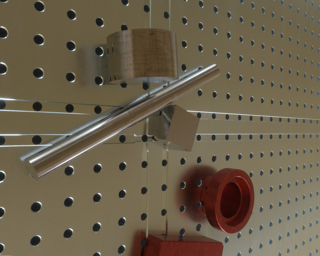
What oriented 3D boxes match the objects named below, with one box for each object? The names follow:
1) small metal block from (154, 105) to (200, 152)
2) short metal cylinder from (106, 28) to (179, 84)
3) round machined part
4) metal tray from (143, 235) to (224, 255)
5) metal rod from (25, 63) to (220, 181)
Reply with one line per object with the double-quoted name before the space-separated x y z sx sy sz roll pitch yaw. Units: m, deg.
"small metal block" 0.024 0.001 0.432 0.050 0.025 0.050 27 73 -37
"short metal cylinder" -0.020 -0.080 0.359 0.081 0.080 0.050 -6 94 -40
"round machined part" 0.102 0.112 0.487 0.099 0.042 0.097 0 90 -40
"metal tray" 0.032 0.202 0.435 0.131 0.030 0.090 19 78 -39
"metal rod" -0.022 -0.024 0.392 0.302 0.025 0.025 -32 110 -36
